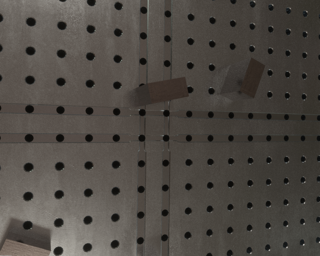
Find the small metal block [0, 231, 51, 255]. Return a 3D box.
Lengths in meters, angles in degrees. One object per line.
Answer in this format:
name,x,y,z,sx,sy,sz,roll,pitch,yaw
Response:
small metal block,-0.160,0.153,0.354,0.050,0.025,0.050,25,82,-19

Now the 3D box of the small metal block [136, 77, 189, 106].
small metal block,0.002,-0.047,0.401,0.050,0.050,0.025,-13,95,-20

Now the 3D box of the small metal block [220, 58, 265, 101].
small metal block,0.117,-0.068,0.444,0.025,0.050,0.050,23,82,-19
